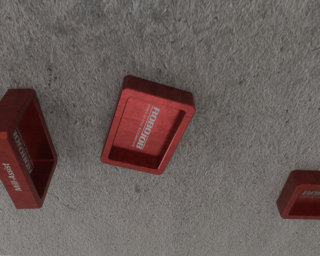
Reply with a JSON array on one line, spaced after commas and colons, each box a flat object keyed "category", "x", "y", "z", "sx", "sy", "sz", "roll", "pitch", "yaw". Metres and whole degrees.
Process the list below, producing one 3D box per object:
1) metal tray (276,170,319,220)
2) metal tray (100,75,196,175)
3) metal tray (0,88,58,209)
[{"category": "metal tray", "x": 0.267, "y": 0.110, "z": 0.500, "sx": 0.131, "sy": 0.030, "sz": 0.089, "roll": 2, "pitch": 130, "yaw": -2}, {"category": "metal tray", "x": -0.020, "y": 0.002, "z": 0.405, "sx": 0.091, "sy": 0.030, "sz": 0.129, "roll": 14, "pitch": 129, "yaw": -12}, {"category": "metal tray", "x": -0.168, "y": 0.027, "z": 0.385, "sx": 0.030, "sy": 0.090, "sz": 0.129, "roll": -1, "pitch": 130, "yaw": 1}]
